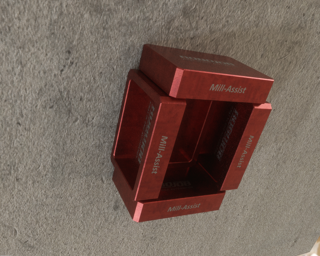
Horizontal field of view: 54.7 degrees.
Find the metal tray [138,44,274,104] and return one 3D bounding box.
[{"bbox_3d":[0.052,-0.062,0.357,0.131,0.090,0.030,1,118,-29],"label":"metal tray"}]

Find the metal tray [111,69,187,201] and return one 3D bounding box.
[{"bbox_3d":[-0.019,0.007,0.361,0.030,0.090,0.129,1,118,-29],"label":"metal tray"}]

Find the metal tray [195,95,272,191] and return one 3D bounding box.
[{"bbox_3d":[0.087,0.008,0.420,0.030,0.090,0.129,1,118,-29],"label":"metal tray"}]

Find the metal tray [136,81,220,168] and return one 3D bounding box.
[{"bbox_3d":[0.021,-0.007,0.413,0.091,0.030,0.129,1,118,-29],"label":"metal tray"}]

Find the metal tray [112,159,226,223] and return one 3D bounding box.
[{"bbox_3d":[0.012,0.078,0.422,0.131,0.090,0.030,1,118,-29],"label":"metal tray"}]
